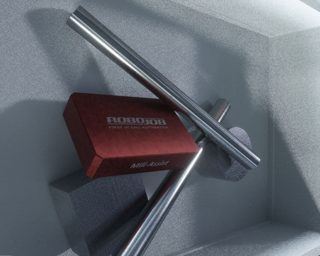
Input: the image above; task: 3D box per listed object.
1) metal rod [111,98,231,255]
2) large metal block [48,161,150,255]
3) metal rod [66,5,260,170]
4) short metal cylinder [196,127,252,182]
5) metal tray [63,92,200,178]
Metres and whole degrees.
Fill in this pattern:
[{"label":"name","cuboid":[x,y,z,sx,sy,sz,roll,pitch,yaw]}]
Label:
[{"label":"metal rod","cuboid":[0.030,0.047,0.384,0.301,0.025,0.025,-50,121,-44]},{"label":"large metal block","cuboid":[-0.061,0.084,0.335,0.081,0.050,0.080,-25,106,-38]},{"label":"metal rod","cuboid":[0.019,-0.037,0.384,0.301,0.025,0.025,37,67,-21]},{"label":"short metal cylinder","cuboid":[0.095,0.038,0.469,0.081,0.050,0.079,0,90,-40]},{"label":"metal tray","cuboid":[-0.029,0.005,0.342,0.131,0.030,0.090,0,46,-39]}]
